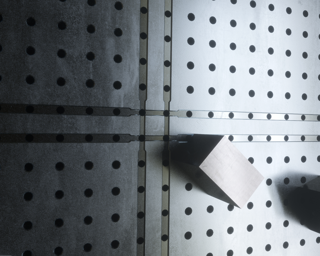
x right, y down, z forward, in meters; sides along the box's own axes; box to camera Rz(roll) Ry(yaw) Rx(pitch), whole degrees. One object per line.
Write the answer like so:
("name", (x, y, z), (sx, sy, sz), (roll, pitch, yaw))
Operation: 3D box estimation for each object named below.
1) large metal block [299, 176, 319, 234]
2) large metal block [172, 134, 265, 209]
("large metal block", (0.279, 0.127, 0.489), (0.050, 0.080, 0.080), (-20, 97, -19))
("large metal block", (0.075, 0.054, 0.413), (0.080, 0.080, 0.050), (45, 76, -15))
